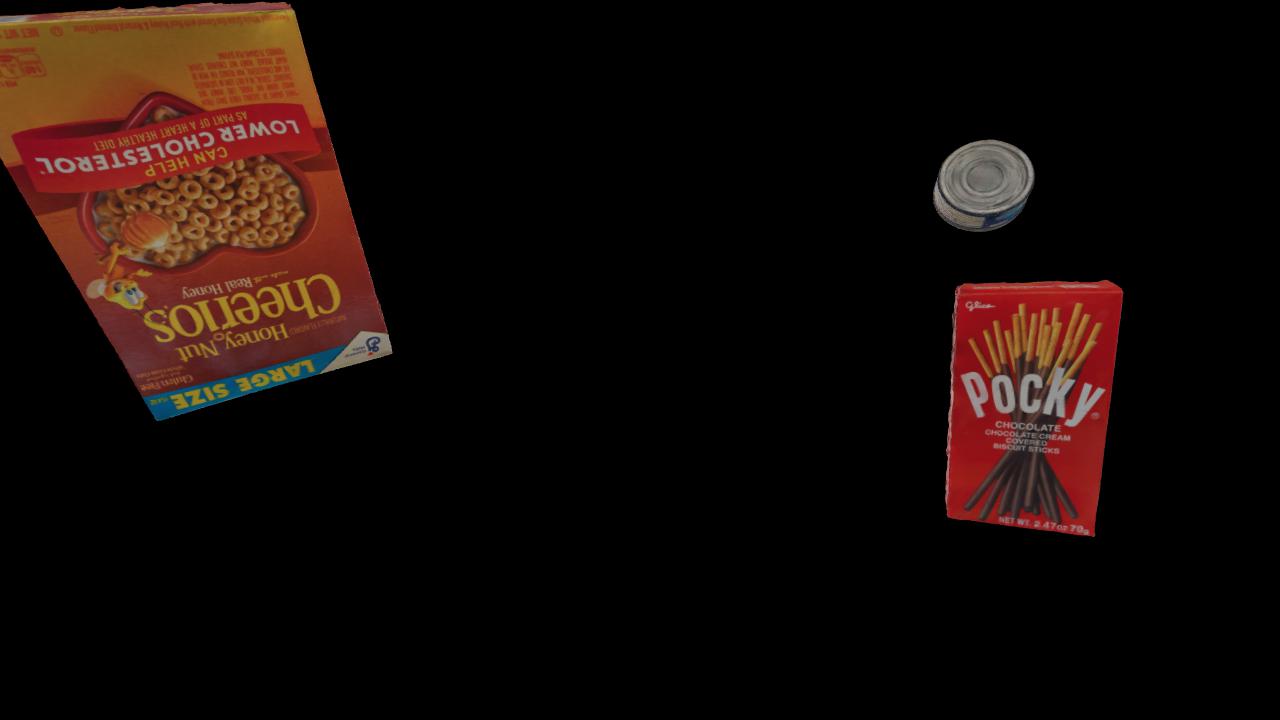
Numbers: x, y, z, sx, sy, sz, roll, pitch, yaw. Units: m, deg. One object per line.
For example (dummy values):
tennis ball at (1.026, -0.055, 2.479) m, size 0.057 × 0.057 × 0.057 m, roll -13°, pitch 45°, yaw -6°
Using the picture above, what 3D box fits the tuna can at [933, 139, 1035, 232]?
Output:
tuna can at (0.332, -0.170, 0.597) m, size 0.084 × 0.084 × 0.034 m, roll 0°, pitch -17°, yaw 18°

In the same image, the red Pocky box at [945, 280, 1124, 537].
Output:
red Pocky box at (0.236, 0.030, 0.379) m, size 0.083 × 0.155 × 0.028 m, roll 2°, pitch 17°, yaw 26°

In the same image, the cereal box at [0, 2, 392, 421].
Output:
cereal box at (-0.346, -0.114, 0.506) m, size 0.203 × 0.306 × 0.081 m, roll -18°, pitch 38°, yaw -24°
